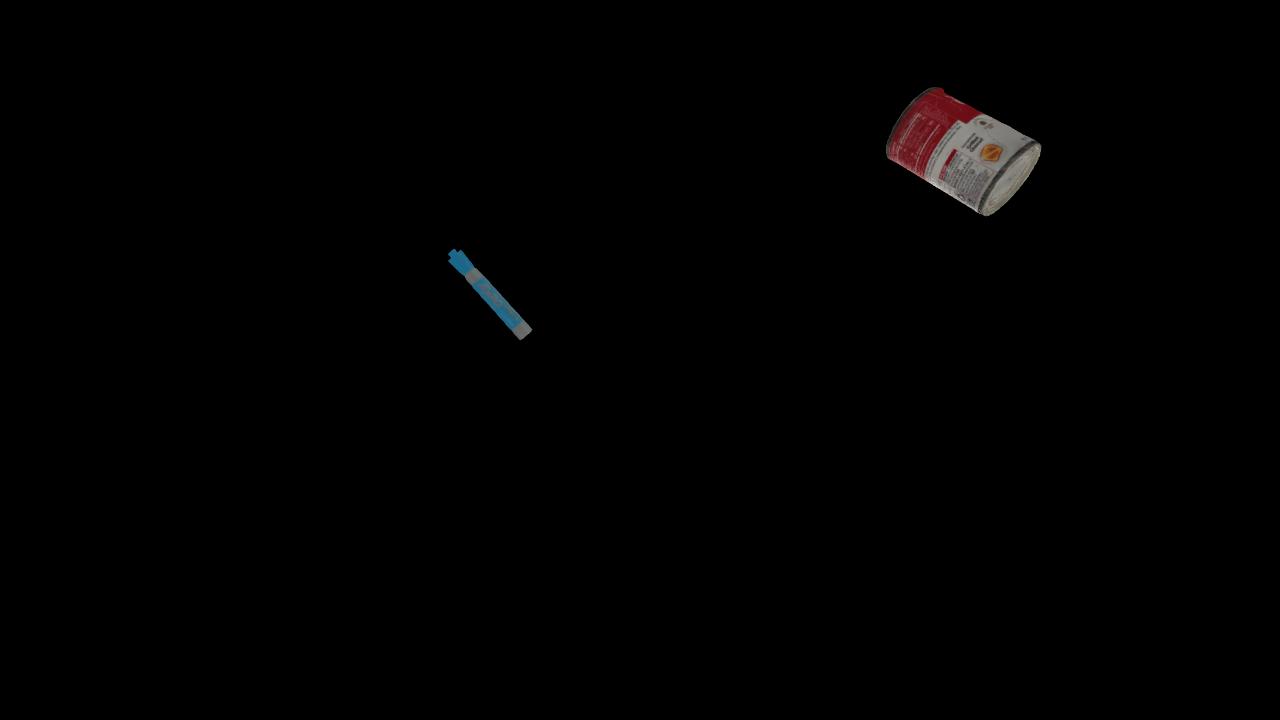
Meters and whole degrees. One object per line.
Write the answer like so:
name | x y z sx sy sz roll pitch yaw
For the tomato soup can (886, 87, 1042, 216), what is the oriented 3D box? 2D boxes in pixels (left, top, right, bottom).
tomato soup can | 0.272 -0.177 0.522 0.068 0.068 0.101 0 40 -51

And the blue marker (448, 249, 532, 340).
blue marker | -0.166 -0.073 0.677 0.020 0.121 0.020 -38 14 11
